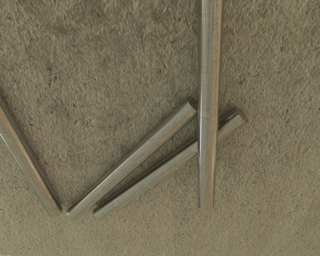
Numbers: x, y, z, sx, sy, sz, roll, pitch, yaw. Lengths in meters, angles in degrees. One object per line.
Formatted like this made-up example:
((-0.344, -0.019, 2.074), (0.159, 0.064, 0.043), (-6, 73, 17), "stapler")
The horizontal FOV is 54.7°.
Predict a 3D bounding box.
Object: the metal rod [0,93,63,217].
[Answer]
((-0.195, 0.028, 0.428), (0.025, 0.025, 0.298), (-5, 130, 4), "metal rod")

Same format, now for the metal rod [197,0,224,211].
((0.058, -0.014, 0.370), (0.025, 0.025, 0.298), (-3, 123, 2), "metal rod")

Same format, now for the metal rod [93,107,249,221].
((0.000, 0.065, 0.462), (0.025, 0.025, 0.299), (37, 121, -27), "metal rod")

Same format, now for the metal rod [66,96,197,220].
((-0.053, 0.058, 0.456), (0.025, 0.025, 0.299), (32, 123, -25), "metal rod")
